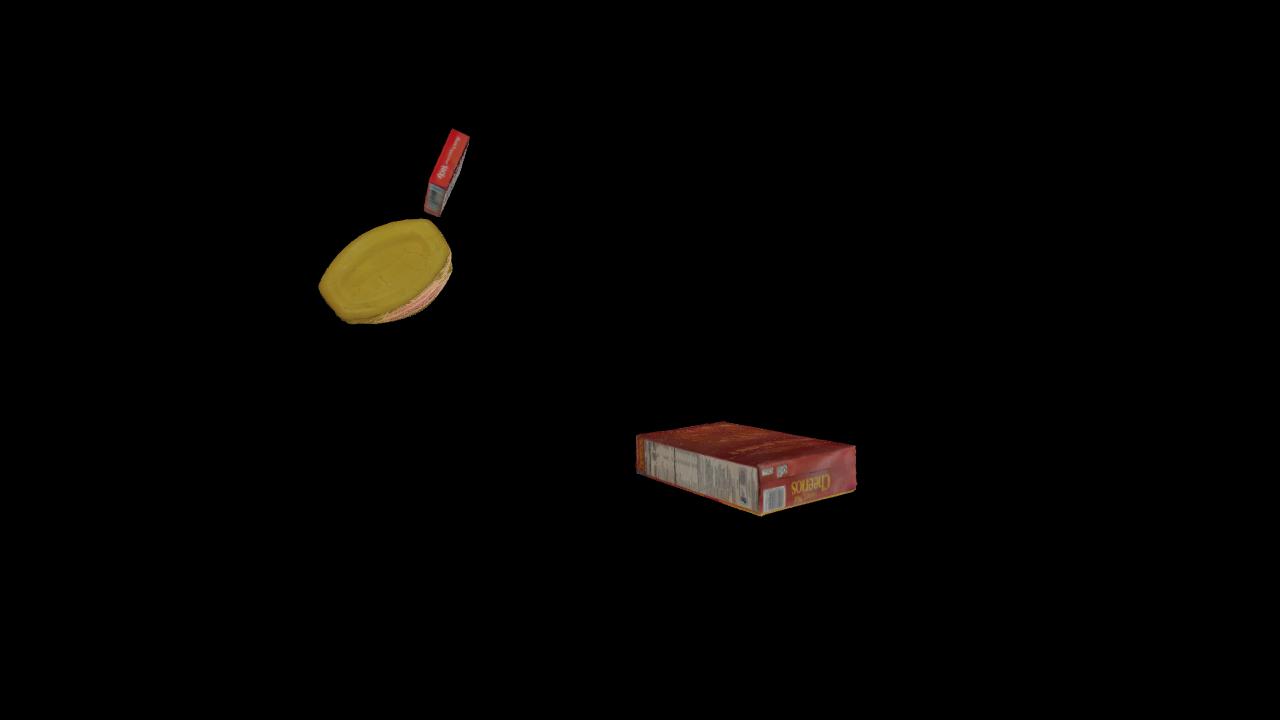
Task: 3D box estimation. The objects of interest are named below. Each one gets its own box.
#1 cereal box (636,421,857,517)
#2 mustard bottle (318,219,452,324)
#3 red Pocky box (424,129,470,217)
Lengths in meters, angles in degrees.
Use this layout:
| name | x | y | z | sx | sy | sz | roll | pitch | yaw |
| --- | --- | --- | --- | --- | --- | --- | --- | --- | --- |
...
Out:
| name | x | y | z | sx | sy | sz | roll | pitch | yaw |
| --- | --- | --- | --- | --- | --- | --- | --- | --- | --- |
| cereal box | 0.156 | 0.161 | 0.983 | 0.203 | 0.081 | 0.306 | -4 | 4 | -33 |
| mustard bottle | -0.196 | -0.064 | 0.500 | 0.092 | 0.054 | 0.184 | -43 | 11 | -11 |
| red Pocky box | -0.277 | -0.262 | 0.875 | 0.028 | 0.083 | 0.155 | 25 | -11 | -19 |
